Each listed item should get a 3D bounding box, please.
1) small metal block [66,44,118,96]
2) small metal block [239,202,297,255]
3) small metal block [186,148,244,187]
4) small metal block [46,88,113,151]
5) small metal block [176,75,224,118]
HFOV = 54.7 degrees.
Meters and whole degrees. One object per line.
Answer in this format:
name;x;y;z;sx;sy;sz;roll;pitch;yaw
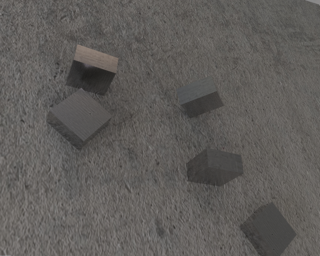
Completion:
small metal block;-0.085;-0.070;0.384;0.050;0.050;0.025;15;56;-20
small metal block;0.139;0.132;0.398;0.050;0.025;0.050;-27;77;-37
small metal block;0.068;0.051;0.393;0.050;0.050;0.025;13;57;-21
small metal block;-0.093;-0.011;0.360;0.050;0.025;0.050;42;51;1
small metal block;0.056;-0.042;0.430;0.050;0.050;0.025;42;31;-61
